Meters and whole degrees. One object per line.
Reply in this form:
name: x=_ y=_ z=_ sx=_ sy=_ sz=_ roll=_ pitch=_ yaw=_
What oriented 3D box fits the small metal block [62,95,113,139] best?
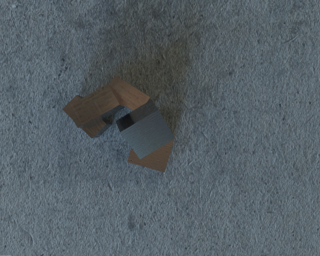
small metal block: x=-0.091 y=-0.014 z=0.398 sx=0.025 sy=0.050 sz=0.050 roll=-45 pitch=91 yaw=0

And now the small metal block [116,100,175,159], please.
small metal block: x=-0.017 y=0.002 z=0.374 sx=0.050 sy=0.025 sz=0.050 roll=-31 pitch=128 yaw=0

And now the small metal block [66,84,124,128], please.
small metal block: x=-0.070 y=-0.023 z=0.348 sx=0.050 sy=0.050 sz=0.025 roll=-29 pitch=90 yaw=0

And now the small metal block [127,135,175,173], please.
small metal block: x=-0.011 y=0.027 z=0.411 sx=0.050 sy=0.025 sz=0.050 roll=16 pitch=90 yaw=-1

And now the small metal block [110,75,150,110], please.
small metal block: x=-0.040 y=-0.040 z=0.398 sx=0.050 sy=0.050 sz=0.025 roll=32 pitch=90 yaw=-1
